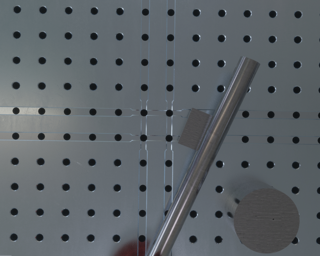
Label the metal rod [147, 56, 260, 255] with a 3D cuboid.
[{"bbox_3d":[0.048,0.054,0.392,0.025,0.025,0.298,24,99,0],"label":"metal rod"}]

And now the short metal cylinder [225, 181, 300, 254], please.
[{"bbox_3d":[0.130,0.113,0.402,0.081,0.050,0.079,0,90,0],"label":"short metal cylinder"}]

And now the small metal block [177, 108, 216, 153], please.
[{"bbox_3d":[0.056,0.006,0.414,0.050,0.025,0.050,22,90,0],"label":"small metal block"}]
